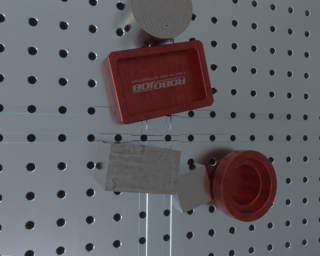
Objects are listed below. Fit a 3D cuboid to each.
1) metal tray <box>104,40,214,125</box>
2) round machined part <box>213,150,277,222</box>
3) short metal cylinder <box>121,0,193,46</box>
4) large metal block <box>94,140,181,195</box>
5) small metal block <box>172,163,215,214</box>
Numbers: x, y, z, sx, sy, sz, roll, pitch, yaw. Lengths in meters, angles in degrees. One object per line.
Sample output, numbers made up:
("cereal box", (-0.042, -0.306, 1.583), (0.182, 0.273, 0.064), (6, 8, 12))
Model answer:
("metal tray", (0.001, -0.061, 0.409), (0.131, 0.030, 0.089), (-13, 95, -20))
("round machined part", (0.115, 0.080, 0.443), (0.099, 0.042, 0.097), (1, 88, -26))
("short metal cylinder", (-0.005, -0.148, 0.397), (0.081, 0.050, 0.079), (0, 90, -20))
("large metal block", (-0.030, 0.045, 0.372), (0.081, 0.080, 0.050), (8, 88, -20))
("small metal block", (0.042, 0.082, 0.428), (0.050, 0.025, 0.050), (-19, 97, -19))
